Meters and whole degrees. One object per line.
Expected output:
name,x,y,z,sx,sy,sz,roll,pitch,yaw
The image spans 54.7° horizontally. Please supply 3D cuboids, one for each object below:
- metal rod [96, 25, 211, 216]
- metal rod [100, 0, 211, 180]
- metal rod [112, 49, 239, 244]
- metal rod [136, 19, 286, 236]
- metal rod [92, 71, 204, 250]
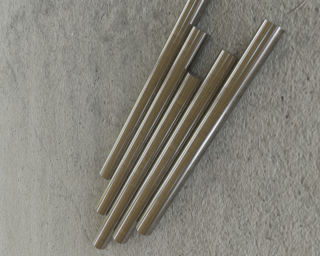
metal rod,-0.019,0.005,0.420,0.025,0.025,0.298,44,116,31
metal rod,-0.012,-0.049,0.414,0.025,0.025,0.298,44,116,31
metal rod,0.010,0.039,0.396,0.025,0.025,0.298,44,116,31
metal rod,0.046,0.017,0.366,0.025,0.025,0.298,44,116,31
metal rod,-0.025,0.058,0.425,0.025,0.025,0.298,44,116,31
